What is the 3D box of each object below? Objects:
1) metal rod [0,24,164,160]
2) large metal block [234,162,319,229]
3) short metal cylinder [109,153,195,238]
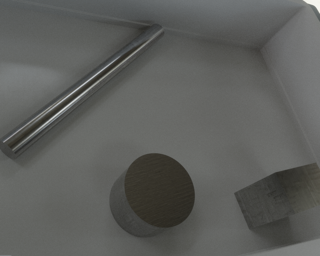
[{"bbox_3d":[-0.079,-0.067,0.405,0.025,0.025,0.301,41,51,-1],"label":"metal rod"},{"bbox_3d":[0.160,0.089,0.405,0.081,0.080,0.050,-6,65,-31],"label":"large metal block"},{"bbox_3d":[-0.009,0.074,0.341,0.081,0.050,0.080,14,56,-21],"label":"short metal cylinder"}]
